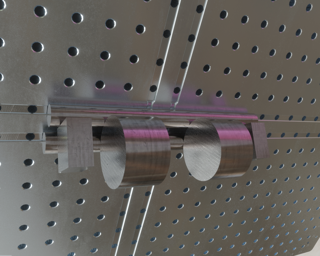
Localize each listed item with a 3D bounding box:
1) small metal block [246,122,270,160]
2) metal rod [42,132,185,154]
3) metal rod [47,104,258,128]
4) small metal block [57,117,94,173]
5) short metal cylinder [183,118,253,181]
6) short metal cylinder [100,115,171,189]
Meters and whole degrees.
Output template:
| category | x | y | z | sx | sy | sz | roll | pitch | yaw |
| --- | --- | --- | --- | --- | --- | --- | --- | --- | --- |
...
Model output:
| category | x | y | z | sx | sy | sz | roll | pitch | yaw |
| --- | --- | --- | --- | --- | --- | --- | --- | --- | --- |
| small metal block | 0.127 | 0.022 | 0.449 | 0.025 | 0.050 | 0.050 | 1 | 77 | -28 |
| metal rod | 0.001 | 0.018 | 0.423 | 0.303 | 0.025 | 0.025 | 1 | 118 | -29 |
| metal rod | 0.012 | -0.012 | 0.410 | 0.303 | 0.025 | 0.025 | 1 | 118 | -29 |
| small metal block | -0.091 | 0.020 | 0.329 | 0.025 | 0.050 | 0.050 | 1 | 76 | -29 |
| short metal cylinder | 0.073 | 0.027 | 0.404 | 0.050 | 0.080 | 0.079 | 1 | 118 | -29 |
| short metal cylinder | -0.030 | 0.026 | 0.347 | 0.050 | 0.080 | 0.079 | 1 | 118 | -29 |
